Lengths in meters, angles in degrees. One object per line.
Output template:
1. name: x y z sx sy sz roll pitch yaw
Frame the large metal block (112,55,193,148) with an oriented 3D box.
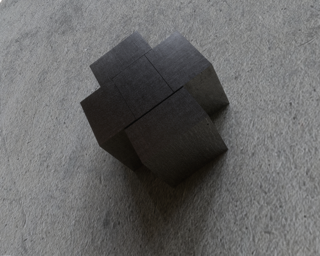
1. large metal block: -0.006 -0.031 0.392 0.050 0.080 0.080 -36 51 4

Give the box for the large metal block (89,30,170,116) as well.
1. large metal block: -0.036 -0.073 0.433 0.080 0.080 0.050 -36 51 4

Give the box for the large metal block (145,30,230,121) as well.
1. large metal block: 0.035 -0.061 0.389 0.050 0.080 0.080 -36 51 4

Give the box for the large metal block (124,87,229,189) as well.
1. large metal block: 0.021 0.014 0.350 0.080 0.080 0.050 -36 51 4

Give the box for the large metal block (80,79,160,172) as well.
1. large metal block: -0.047 -0.002 0.395 0.050 0.080 0.080 -36 51 4
